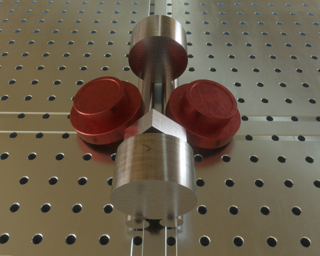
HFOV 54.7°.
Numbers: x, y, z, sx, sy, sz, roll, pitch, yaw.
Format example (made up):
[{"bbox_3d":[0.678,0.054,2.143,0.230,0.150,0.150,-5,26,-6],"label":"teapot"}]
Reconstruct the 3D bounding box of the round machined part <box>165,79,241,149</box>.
[{"bbox_3d":[0.059,-0.025,0.400,0.099,0.042,0.098,10,49,-11],"label":"round machined part"}]

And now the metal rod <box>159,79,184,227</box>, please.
[{"bbox_3d":[0.014,-0.016,0.420,0.025,0.025,0.300,1,50,1],"label":"metal rod"}]

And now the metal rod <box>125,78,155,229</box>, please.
[{"bbox_3d":[-0.021,-0.015,0.419,0.025,0.025,0.300,1,50,1],"label":"metal rod"}]

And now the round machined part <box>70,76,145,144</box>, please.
[{"bbox_3d":[-0.072,-0.030,0.405,0.098,0.042,0.098,-9,49,11],"label":"round machined part"}]

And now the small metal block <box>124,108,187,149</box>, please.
[{"bbox_3d":[-0.006,0.011,0.351,0.050,0.050,0.025,30,42,-30],"label":"small metal block"}]

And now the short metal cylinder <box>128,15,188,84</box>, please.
[{"bbox_3d":[-0.002,-0.109,0.435,0.080,0.080,0.050,1,50,0],"label":"short metal cylinder"}]

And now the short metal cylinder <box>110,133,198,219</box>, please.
[{"bbox_3d":[-0.005,0.049,0.302,0.080,0.080,0.050,1,50,0],"label":"short metal cylinder"}]
